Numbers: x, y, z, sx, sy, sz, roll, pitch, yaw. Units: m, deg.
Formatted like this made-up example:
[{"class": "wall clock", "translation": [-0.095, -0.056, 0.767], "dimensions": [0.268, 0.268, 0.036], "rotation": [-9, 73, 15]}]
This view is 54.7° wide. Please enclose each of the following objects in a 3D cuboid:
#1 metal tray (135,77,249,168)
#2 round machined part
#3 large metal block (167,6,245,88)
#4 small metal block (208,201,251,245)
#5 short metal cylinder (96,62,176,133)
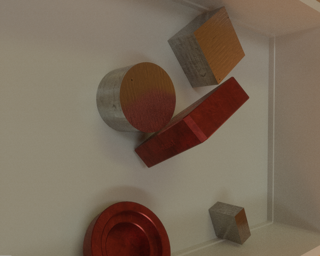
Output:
[{"class": "metal tray", "translation": [0.033, -0.003, 0.366], "dimensions": [0.091, 0.129, 0.030], "rotation": [-40, 93, -33]}, {"class": "round machined part", "translation": [-0.040, 0.136, 0.346], "dimensions": [0.099, 0.042, 0.098], "rotation": [23, 47, -26]}, {"class": "large metal block", "translation": [0.070, -0.116, 0.451], "dimensions": [0.080, 0.050, 0.080], "rotation": [-47, 118, -30]}, {"class": "small metal block", "translation": [0.109, 0.148, 0.485], "dimensions": [0.025, 0.050, 0.050], "rotation": [-28, 108, -37]}, {"class": "short metal cylinder", "translation": [-0.028, -0.035, 0.369], "dimensions": [0.081, 0.050, 0.079], "rotation": [0, 90, -40]}]
